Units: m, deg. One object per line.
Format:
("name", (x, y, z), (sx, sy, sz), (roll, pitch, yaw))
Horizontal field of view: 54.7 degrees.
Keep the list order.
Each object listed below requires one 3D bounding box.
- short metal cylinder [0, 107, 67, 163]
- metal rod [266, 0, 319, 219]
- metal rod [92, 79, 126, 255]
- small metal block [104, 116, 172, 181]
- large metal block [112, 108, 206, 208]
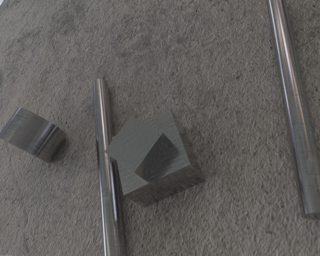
("short metal cylinder", (-0.188, 0.012, 0.460), (0.080, 0.080, 0.050), (16, 70, 34))
("metal rod", (0.151, -0.050, 0.355), (0.025, 0.025, 0.299), (-10, 57, 23))
("metal rod", (-0.070, 0.049, 0.409), (0.025, 0.025, 0.299), (-23, 53, 14))
("small metal block", (-0.024, 0.021, 0.339), (0.050, 0.025, 0.050), (27, 77, 37))
("large metal block", (-0.003, 0.036, 0.368), (0.080, 0.050, 0.080), (-27, 53, 11))
